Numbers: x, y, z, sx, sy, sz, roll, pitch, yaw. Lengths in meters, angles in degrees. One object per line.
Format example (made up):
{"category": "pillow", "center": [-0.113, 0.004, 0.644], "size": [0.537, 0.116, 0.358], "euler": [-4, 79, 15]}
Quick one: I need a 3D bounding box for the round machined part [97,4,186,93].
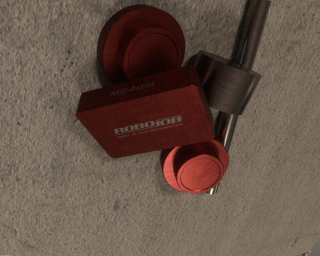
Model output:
{"category": "round machined part", "center": [-0.015, -0.080, 0.339], "size": [0.099, 0.042, 0.097], "euler": [-14, 124, -21]}

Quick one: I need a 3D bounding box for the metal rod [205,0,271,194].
{"category": "metal rod", "center": [0.103, -0.027, 0.448], "size": [0.025, 0.025, 0.298], "euler": [-6, 121, -26]}

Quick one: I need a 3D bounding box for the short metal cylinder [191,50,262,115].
{"category": "short metal cylinder", "center": [0.075, -0.056, 0.379], "size": [0.081, 0.080, 0.050], "euler": [8, 114, -33]}

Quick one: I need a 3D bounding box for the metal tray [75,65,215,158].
{"category": "metal tray", "center": [-0.013, -0.012, 0.343], "size": [0.130, 0.030, 0.090], "euler": [-12, 139, 15]}

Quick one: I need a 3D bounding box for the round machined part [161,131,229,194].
{"category": "round machined part", "center": [0.053, 0.055, 0.445], "size": [0.099, 0.042, 0.097], "euler": [-5, 120, -8]}
